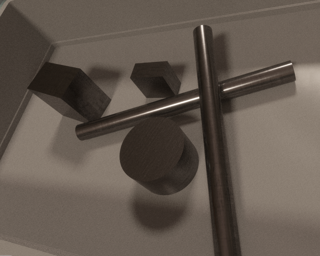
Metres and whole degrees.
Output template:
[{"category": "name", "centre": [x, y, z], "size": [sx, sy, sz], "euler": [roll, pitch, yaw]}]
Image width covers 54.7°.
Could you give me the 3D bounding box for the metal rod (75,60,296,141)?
[{"category": "metal rod", "centre": [0.019, -0.030, 0.413], "size": [0.301, 0.025, 0.025], "euler": [-15, 56, 19]}]

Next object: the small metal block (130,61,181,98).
[{"category": "small metal block", "centre": [-0.005, -0.066, 0.432], "size": [0.050, 0.050, 0.025], "euler": [2, 63, 29]}]

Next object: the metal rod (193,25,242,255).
[{"category": "metal rod", "centre": [0.061, 0.009, 0.344], "size": [0.025, 0.025, 0.299], "euler": [-12, 63, 21]}]

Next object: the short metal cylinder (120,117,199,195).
[{"category": "short metal cylinder", "centre": [0.000, 0.034, 0.368], "size": [0.080, 0.050, 0.080], "euler": [-13, 56, 20]}]

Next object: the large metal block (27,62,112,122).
[{"category": "large metal block", "centre": [-0.136, -0.051, 0.471], "size": [0.080, 0.080, 0.050], "euler": [16, 70, 34]}]
